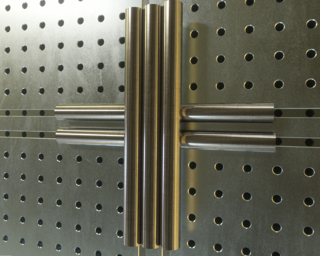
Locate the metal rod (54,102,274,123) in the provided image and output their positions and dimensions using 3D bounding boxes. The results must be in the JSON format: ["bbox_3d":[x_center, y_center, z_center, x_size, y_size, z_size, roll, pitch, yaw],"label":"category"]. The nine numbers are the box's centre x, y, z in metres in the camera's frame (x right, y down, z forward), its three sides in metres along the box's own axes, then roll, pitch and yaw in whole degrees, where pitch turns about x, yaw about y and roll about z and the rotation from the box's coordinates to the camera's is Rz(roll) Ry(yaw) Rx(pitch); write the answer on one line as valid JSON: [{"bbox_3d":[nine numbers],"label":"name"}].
[{"bbox_3d":[-0.008,-0.021,0.415,0.301,0.025,0.025,1,91,19],"label":"metal rod"}]

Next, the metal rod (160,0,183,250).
[{"bbox_3d":[0.014,-0.003,0.381,0.025,0.025,0.298,1,90,19],"label":"metal rod"}]

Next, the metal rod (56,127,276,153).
[{"bbox_3d":[-0.006,0.014,0.414,0.301,0.025,0.025,1,91,19],"label":"metal rod"}]

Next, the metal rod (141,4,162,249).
[{"bbox_3d":[-0.010,-0.002,0.389,0.025,0.025,0.298,1,90,19],"label":"metal rod"}]

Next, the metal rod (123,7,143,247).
[{"bbox_3d":[-0.033,-0.001,0.397,0.025,0.025,0.298,1,90,19],"label":"metal rod"}]
